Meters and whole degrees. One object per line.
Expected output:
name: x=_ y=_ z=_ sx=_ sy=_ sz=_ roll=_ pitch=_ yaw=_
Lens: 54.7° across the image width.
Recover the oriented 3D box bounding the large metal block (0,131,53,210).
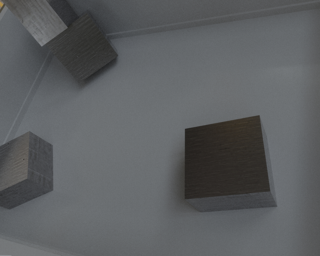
large metal block: x=-0.209 y=0.064 z=0.461 sx=0.080 sy=0.050 sz=0.080 roll=-25 pitch=53 yaw=13

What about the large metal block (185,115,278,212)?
large metal block: x=0.073 y=0.040 z=0.327 sx=0.080 sy=0.050 sz=0.080 roll=-11 pitch=57 yaw=22

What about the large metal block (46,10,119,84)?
large metal block: x=-0.127 y=-0.135 z=0.511 sx=0.080 sy=0.080 sz=0.050 roll=-34 pitch=27 yaw=6

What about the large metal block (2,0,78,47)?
large metal block: x=-0.177 y=-0.181 z=0.466 sx=0.050 sy=0.080 sz=0.080 roll=-30 pitch=28 yaw=14
